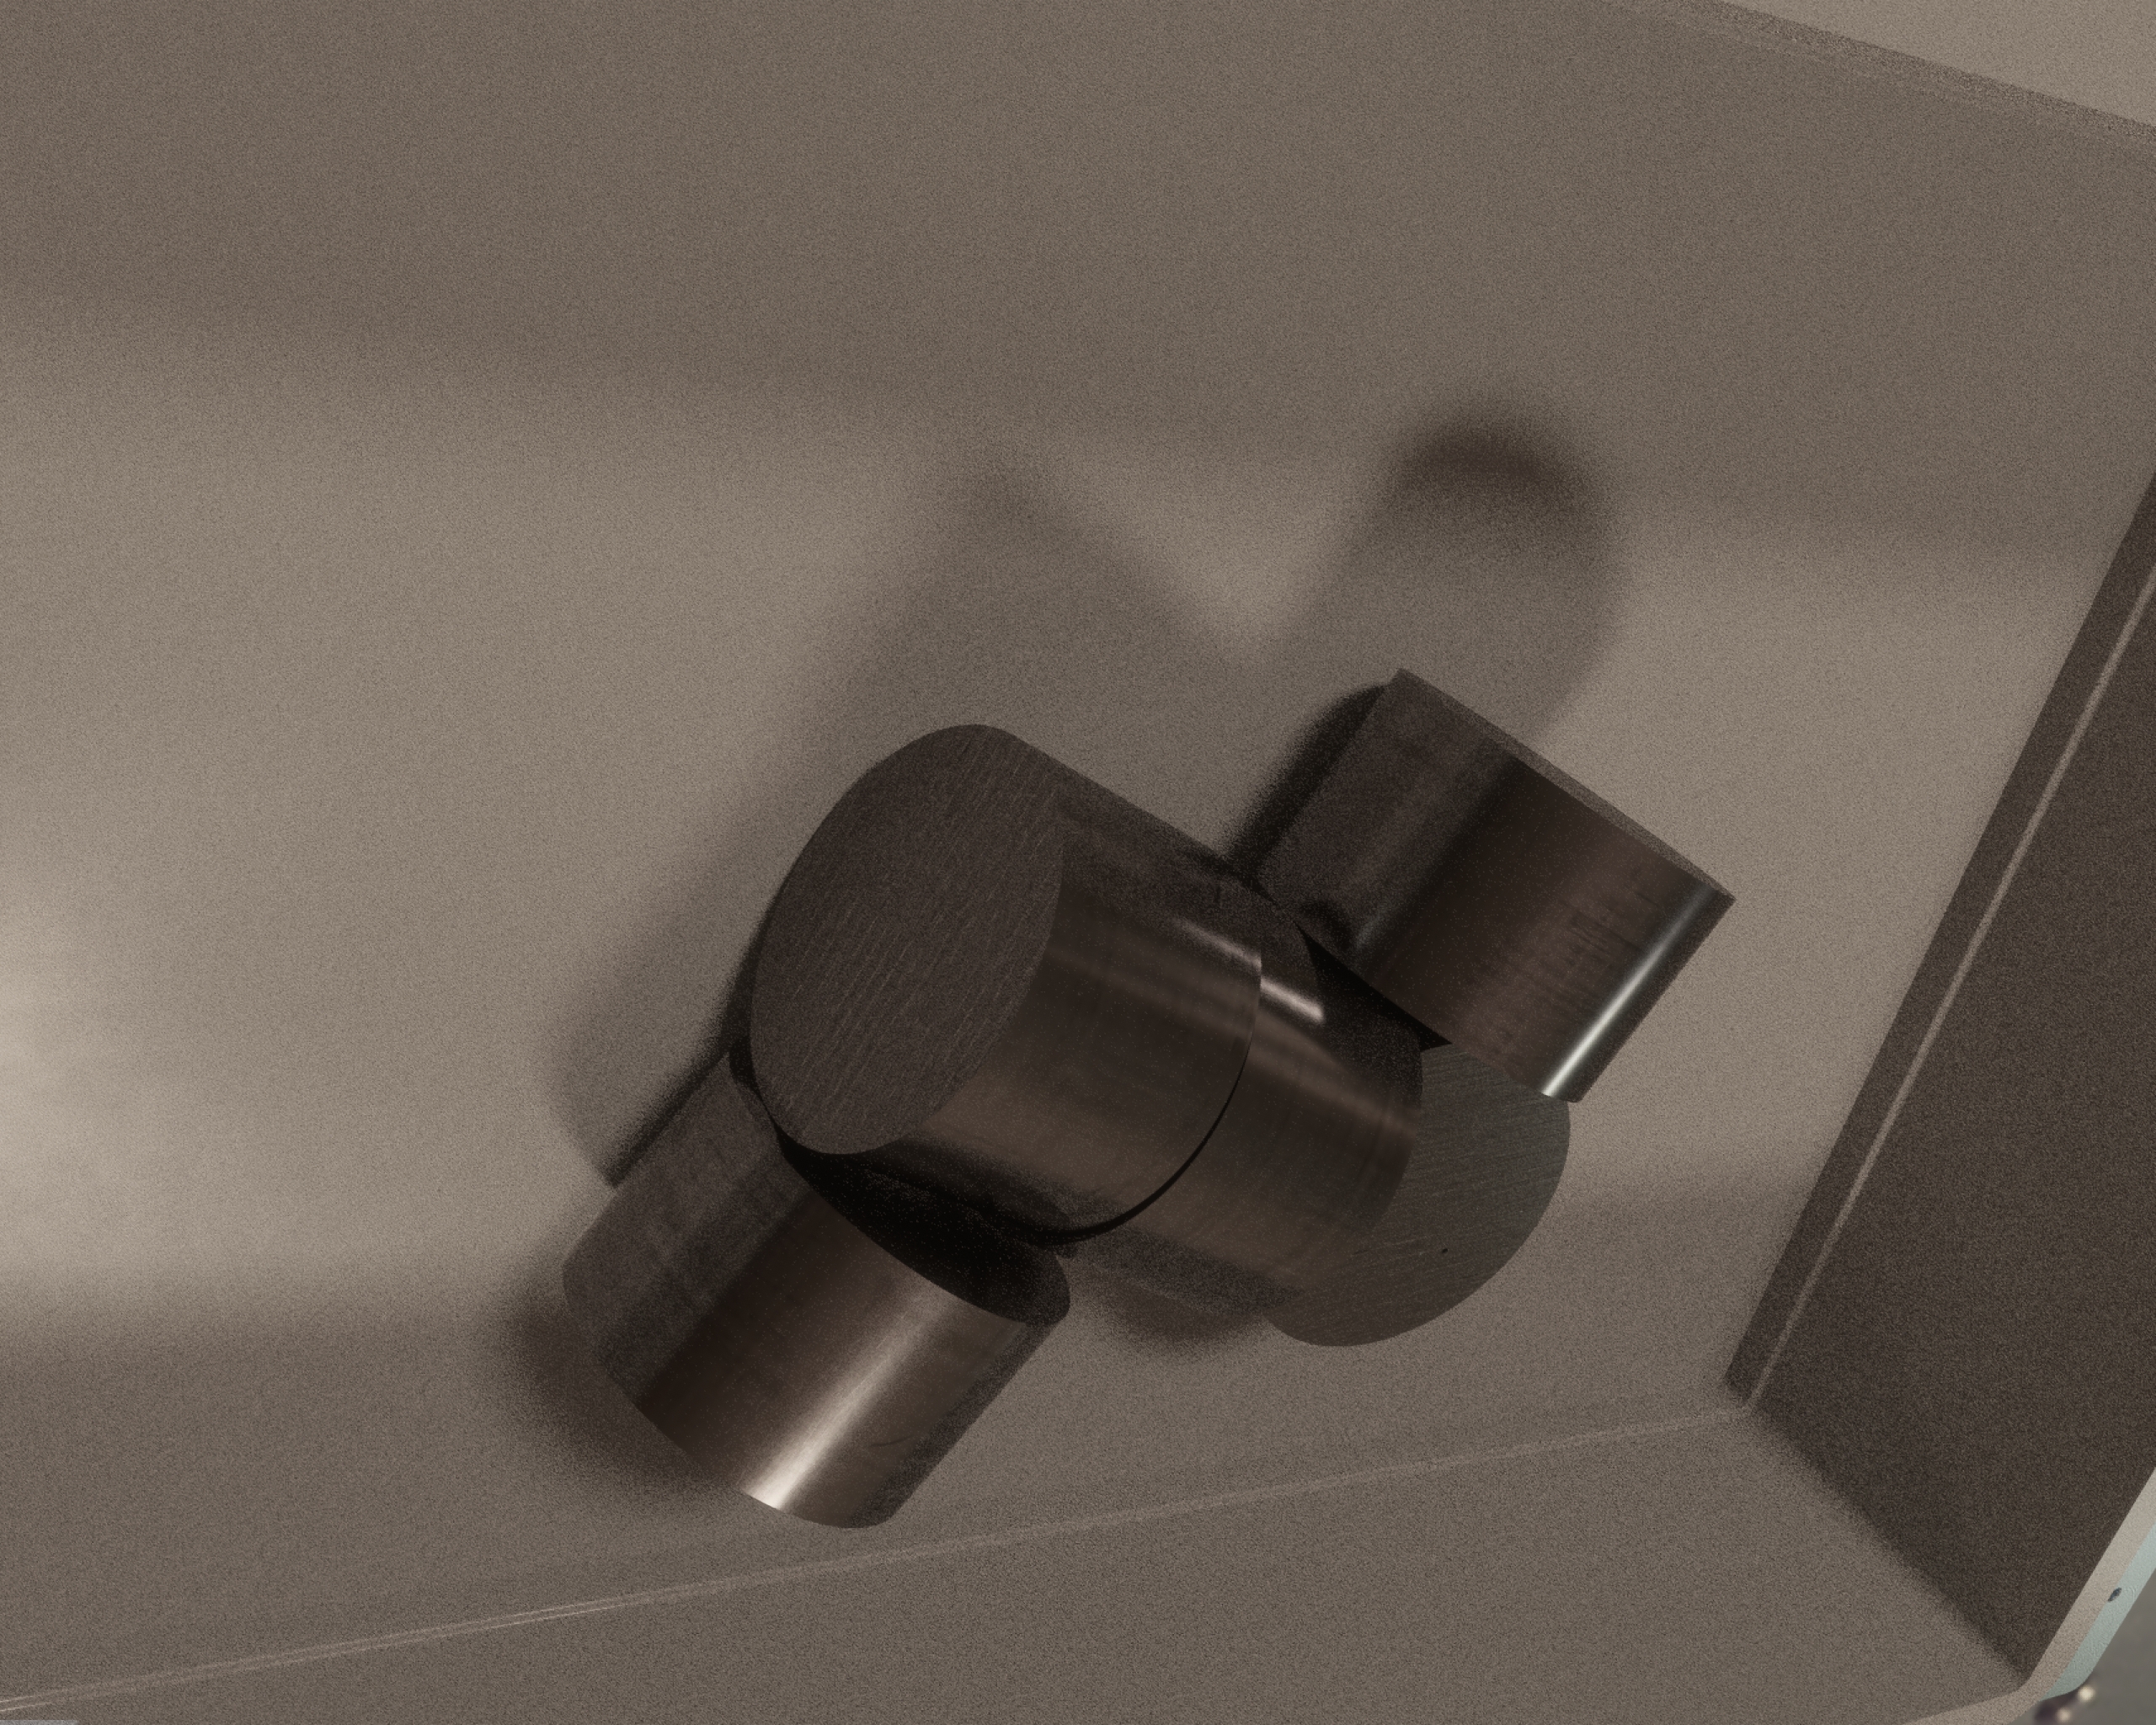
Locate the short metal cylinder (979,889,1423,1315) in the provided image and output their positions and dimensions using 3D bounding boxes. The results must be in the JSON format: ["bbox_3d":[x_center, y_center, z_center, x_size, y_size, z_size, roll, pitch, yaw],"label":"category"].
[{"bbox_3d":[0.020,0.043,0.411,0.050,0.080,0.080,30,101,-38],"label":"short metal cylinder"}]

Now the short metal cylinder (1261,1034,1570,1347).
[{"bbox_3d":[0.061,0.060,0.462,0.081,0.050,0.079,-14,125,-21],"label":"short metal cylinder"}]

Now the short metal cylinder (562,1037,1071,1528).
[{"bbox_3d":[-0.048,0.077,0.394,0.080,0.080,0.050,33,100,-39],"label":"short metal cylinder"}]

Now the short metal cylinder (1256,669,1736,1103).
[{"bbox_3d":[0.084,0.004,0.421,0.080,0.080,0.050,26,104,-37],"label":"short metal cylinder"}]

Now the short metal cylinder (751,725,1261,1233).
[{"bbox_3d":[-0.014,0.022,0.378,0.050,0.080,0.080,29,102,-38],"label":"short metal cylinder"}]
